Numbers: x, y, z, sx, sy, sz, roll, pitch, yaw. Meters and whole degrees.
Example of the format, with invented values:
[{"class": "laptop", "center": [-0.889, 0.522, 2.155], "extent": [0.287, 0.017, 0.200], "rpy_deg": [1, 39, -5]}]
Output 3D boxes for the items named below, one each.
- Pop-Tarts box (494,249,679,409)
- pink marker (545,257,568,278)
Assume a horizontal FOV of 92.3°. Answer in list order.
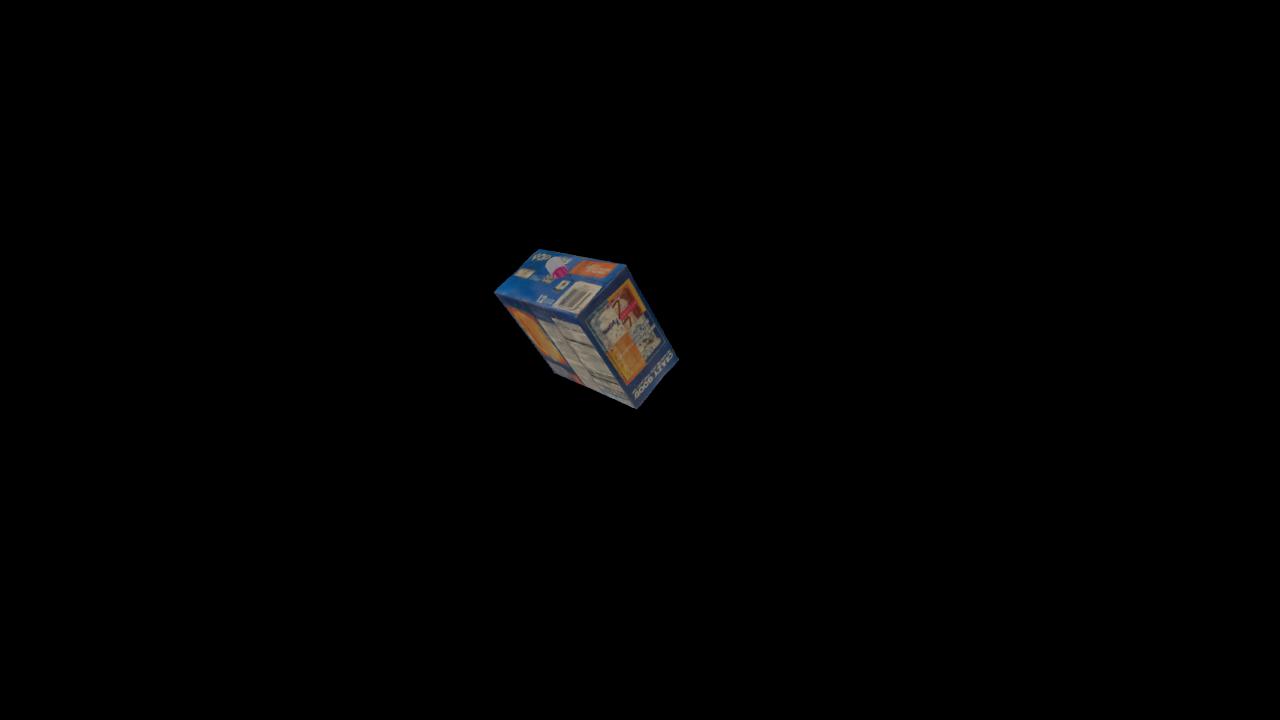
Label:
[{"class": "Pop-Tarts box", "center": [-0.061, -0.040, 0.695], "extent": [0.083, 0.141, 0.167], "rpy_deg": [-47, 38, -20]}, {"class": "pink marker", "center": [-0.061, -0.059, 0.643], "extent": [0.020, 0.121, 0.020], "rpy_deg": [-31, -20, -13]}]
